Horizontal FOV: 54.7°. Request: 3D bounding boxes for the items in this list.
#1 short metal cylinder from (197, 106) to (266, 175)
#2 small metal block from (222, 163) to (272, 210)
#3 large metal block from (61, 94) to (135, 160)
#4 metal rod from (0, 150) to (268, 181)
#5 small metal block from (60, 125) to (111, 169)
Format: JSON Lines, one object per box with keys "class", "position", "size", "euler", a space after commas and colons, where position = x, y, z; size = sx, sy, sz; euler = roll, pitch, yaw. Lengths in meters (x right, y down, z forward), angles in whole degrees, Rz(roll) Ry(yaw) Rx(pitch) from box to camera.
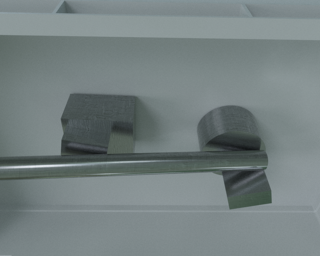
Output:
{"class": "short metal cylinder", "position": [0.091, 0.018, 0.407], "size": [0.081, 0.050, 0.079], "euler": [0, 130, 0]}
{"class": "small metal block", "position": [0.106, 0.069, 0.384], "size": [0.050, 0.050, 0.025], "euler": [-11, 129, 9]}
{"class": "large metal block", "position": [-0.073, 0.005, 0.392], "size": [0.081, 0.050, 0.079], "euler": [2, 130, -2]}
{"class": "metal rod", "position": [-0.024, 0.041, 0.349], "size": [0.302, 0.025, 0.025], "euler": [-1, 131, -10]}
{"class": "small metal block", "position": [-0.088, 0.028, 0.363], "size": [0.050, 0.025, 0.050], "euler": [10, 129, -9]}
